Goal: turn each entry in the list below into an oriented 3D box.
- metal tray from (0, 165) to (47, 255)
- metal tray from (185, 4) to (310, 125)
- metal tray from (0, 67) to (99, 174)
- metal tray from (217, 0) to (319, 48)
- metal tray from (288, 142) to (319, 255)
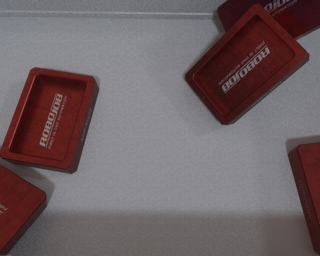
[{"bbox_3d":[-0.210,0.083,0.350,0.130,0.030,0.090,30,50,3],"label":"metal tray"},{"bbox_3d":[0.106,-0.077,0.395,0.129,0.030,0.090,-44,72,26],"label":"metal tray"},{"bbox_3d":[-0.142,-0.012,0.409,0.090,0.030,0.130,10,70,3],"label":"metal tray"},{"bbox_3d":[0.146,-0.150,0.401,0.030,0.130,0.090,-21,88,-42],"label":"metal tray"},{"bbox_3d":[0.222,0.081,0.379,0.091,0.030,0.130,-7,70,-3],"label":"metal tray"}]
